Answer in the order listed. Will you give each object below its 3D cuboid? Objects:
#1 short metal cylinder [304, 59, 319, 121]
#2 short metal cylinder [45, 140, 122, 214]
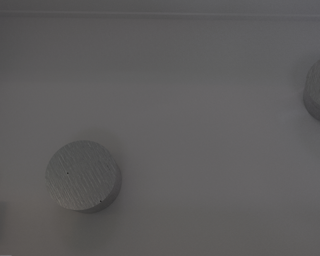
[{"bbox_3d":[0.232,-0.050,0.403,0.080,0.050,0.080,-7,70,19],"label":"short metal cylinder"},{"bbox_3d":[-0.089,0.060,0.374,0.081,0.050,0.080,0,70,0],"label":"short metal cylinder"}]
